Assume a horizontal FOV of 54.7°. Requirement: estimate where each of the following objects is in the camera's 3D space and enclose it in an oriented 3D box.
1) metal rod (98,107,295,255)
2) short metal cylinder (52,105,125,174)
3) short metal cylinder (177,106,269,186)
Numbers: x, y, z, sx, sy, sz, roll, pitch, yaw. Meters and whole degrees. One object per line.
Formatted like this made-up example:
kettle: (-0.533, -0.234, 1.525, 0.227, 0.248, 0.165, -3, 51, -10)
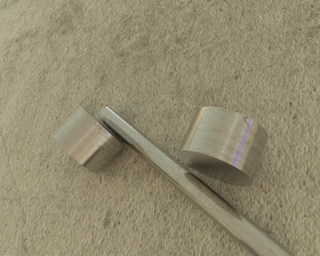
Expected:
metal rod: (0.015, 0.050, 0.363, 0.025, 0.025, 0.300, -49, 52, -6)
short metal cylinder: (-0.093, 0.015, 0.406, 0.050, 0.080, 0.080, -47, 52, -5)
short metal cylinder: (0.065, 0.020, 0.322, 0.080, 0.080, 0.050, 13, 69, 33)
